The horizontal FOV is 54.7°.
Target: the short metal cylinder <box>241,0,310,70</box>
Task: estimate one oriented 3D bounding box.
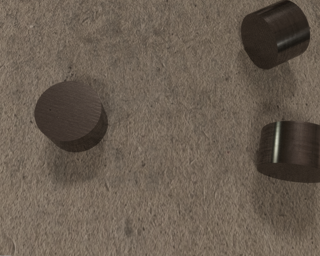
[{"bbox_3d":[0.157,-0.128,0.428,0.050,0.080,0.080,-26,72,-9],"label":"short metal cylinder"}]

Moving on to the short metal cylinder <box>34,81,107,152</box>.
[{"bbox_3d":[-0.111,-0.014,0.398,0.081,0.050,0.080,0,70,0],"label":"short metal cylinder"}]

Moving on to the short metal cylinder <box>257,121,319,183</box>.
[{"bbox_3d":[0.160,0.030,0.370,0.080,0.080,0.050,12,71,4],"label":"short metal cylinder"}]
